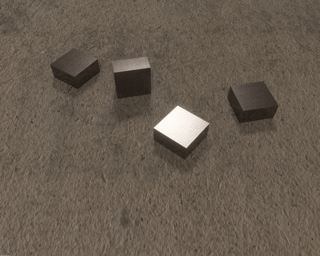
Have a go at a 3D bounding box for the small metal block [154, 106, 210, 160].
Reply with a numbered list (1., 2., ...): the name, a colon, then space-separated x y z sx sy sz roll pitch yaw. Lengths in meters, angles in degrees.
1. small metal block: 0.027 0.005 0.399 0.050 0.025 0.050 32 57 23

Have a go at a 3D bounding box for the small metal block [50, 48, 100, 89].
1. small metal block: -0.130 -0.093 0.479 0.050 0.025 0.050 27 55 21

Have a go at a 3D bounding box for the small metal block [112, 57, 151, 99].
1. small metal block: -0.040 -0.072 0.447 0.050 0.050 0.025 -10 51 -8

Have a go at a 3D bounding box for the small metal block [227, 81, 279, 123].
1. small metal block: 0.129 -0.037 0.436 0.050 0.025 0.050 -8 51 -8
